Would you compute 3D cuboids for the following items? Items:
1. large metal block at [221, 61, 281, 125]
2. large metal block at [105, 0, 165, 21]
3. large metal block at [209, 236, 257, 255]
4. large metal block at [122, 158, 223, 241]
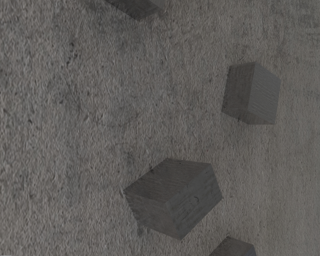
[{"bbox_3d":[0.154,-0.055,0.517,0.080,0.050,0.080,20,78,-38],"label":"large metal block"},{"bbox_3d":[-0.033,-0.186,0.360,0.080,0.050,0.080,21,77,-38],"label":"large metal block"},{"bbox_3d":[0.112,0.232,0.483,0.081,0.050,0.080,-31,109,-36],"label":"large metal block"},{"bbox_3d":[0.016,0.082,0.382,0.081,0.080,0.050,-33,111,-35],"label":"large metal block"}]
